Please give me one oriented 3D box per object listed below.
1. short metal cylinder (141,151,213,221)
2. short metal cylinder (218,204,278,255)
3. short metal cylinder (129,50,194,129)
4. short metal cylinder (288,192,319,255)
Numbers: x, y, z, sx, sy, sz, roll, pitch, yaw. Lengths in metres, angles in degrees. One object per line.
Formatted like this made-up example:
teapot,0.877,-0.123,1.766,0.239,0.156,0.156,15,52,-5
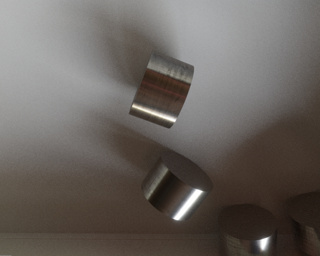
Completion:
short metal cylinder,0.023,0.075,0.410,0.080,0.080,0.050,30,107,-11
short metal cylinder,0.124,0.152,0.440,0.080,0.080,0.050,-6,110,1
short metal cylinder,0.001,-0.045,0.365,0.050,0.080,0.079,20,109,-8
short metal cylinder,0.226,0.134,0.435,0.080,0.080,0.050,-14,110,5
